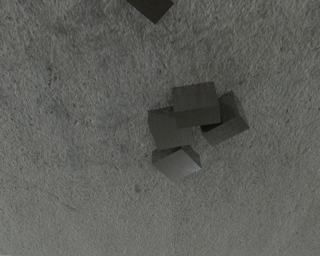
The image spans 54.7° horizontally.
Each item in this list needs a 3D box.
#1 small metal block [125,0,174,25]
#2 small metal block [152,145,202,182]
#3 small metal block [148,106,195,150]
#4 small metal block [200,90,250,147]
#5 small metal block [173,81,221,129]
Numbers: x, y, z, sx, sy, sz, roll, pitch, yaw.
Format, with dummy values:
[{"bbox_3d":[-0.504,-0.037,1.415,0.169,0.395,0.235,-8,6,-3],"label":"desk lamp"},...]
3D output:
[{"bbox_3d":[-0.015,-0.129,0.281,0.050,0.050,0.025,33,123,-25],"label":"small metal block"},{"bbox_3d":[0.024,0.046,0.447,0.050,0.025,0.050,-30,124,23],"label":"small metal block"},{"bbox_3d":[0.015,-0.001,0.406,0.050,0.025,0.050,-12,129,9],"label":"small metal block"},{"bbox_3d":[0.077,-0.012,0.381,0.050,0.050,0.025,-30,124,23],"label":"small metal block"},{"bbox_3d":[0.043,-0.028,0.367,0.050,0.050,0.025,-8,130,7],"label":"small metal block"}]
